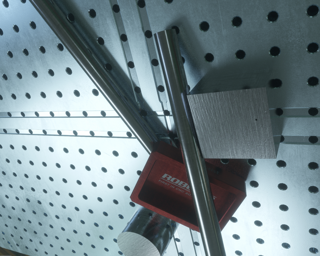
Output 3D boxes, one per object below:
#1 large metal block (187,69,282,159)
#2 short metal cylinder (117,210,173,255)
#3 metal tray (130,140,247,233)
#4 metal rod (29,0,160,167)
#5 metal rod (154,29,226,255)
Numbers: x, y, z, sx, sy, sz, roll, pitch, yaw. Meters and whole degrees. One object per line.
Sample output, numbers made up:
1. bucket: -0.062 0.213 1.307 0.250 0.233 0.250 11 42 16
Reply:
1. large metal block: 0.085 -0.013 0.342 0.080 0.050 0.080 -3 117 29
2. short metal cylinder: -0.025 0.187 0.524 0.080 0.050 0.079 13 124 21
3. metal tray: 0.036 0.084 0.415 0.131 0.030 0.089 25 117 0
4. metal rod: -0.079 -0.068 0.410 0.025 0.025 0.300 -29 103 37
5. metal rod: 0.040 0.037 0.366 0.025 0.025 0.298 -8 100 32
